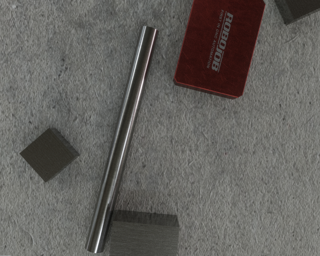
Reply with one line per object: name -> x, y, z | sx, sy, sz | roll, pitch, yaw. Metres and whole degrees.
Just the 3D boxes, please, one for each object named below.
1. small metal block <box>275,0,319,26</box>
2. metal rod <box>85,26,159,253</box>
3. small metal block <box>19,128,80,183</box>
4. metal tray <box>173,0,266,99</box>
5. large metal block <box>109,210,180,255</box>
small metal block -> 0.186, -0.173, 0.412 | 0.050, 0.025, 0.050 | -25, 90, -1
metal rod -> -0.050, 0.015, 0.409 | 0.025, 0.025, 0.298 | 14, 90, -1
small metal block -> -0.144, 0.035, 0.408 | 0.050, 0.025, 0.050 | -41, 91, 0
metal tray -> 0.076, -0.111, 0.408 | 0.091, 0.030, 0.129 | 14, 90, -1
large metal block -> -0.021, 0.155, 0.397 | 0.081, 0.050, 0.079 | 6, 90, -1
